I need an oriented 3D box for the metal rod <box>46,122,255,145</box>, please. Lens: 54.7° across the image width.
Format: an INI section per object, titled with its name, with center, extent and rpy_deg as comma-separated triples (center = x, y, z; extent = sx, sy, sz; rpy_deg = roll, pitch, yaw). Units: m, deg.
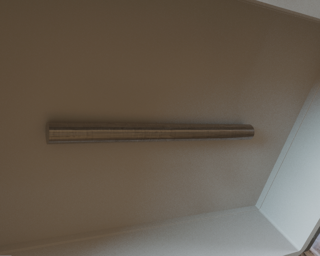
[metal rod]
center = 0.008, 0.006, 0.416
extent = 0.303, 0.025, 0.025
rpy_deg = 0, 118, -29
